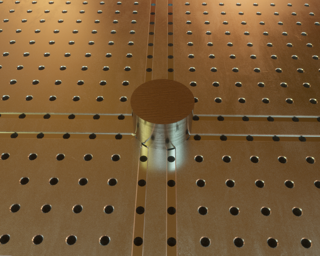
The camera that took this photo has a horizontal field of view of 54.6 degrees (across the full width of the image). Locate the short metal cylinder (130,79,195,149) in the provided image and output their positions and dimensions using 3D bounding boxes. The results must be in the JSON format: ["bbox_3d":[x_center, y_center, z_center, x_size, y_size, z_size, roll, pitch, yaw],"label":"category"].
[{"bbox_3d":[0.003,-0.019,0.407,0.080,0.050,0.080,0,50,0],"label":"short metal cylinder"}]
